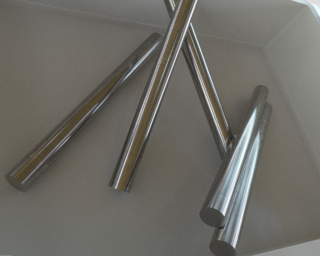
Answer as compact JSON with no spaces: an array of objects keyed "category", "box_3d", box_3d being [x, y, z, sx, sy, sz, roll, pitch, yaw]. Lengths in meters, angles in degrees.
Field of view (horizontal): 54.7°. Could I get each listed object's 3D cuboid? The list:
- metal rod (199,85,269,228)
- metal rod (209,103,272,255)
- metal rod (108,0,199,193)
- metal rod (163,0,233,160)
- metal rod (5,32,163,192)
[{"category":"metal rod","box_3d":[0.110,0.011,0.407,0.025,0.025,0.301,41,39,-1]},{"category":"metal rod","box_3d":[0.117,0.040,0.402,0.025,0.025,0.301,41,38,-1]},{"category":"metal rod","box_3d":[0.003,-0.070,0.372,0.025,0.025,0.299,23,78,-15]},{"category":"metal rod","box_3d":[0.057,-0.064,0.417,0.025,0.025,0.299,-21,92,-36]},{"category":"metal rod","box_3d":[-0.072,-0.043,0.392,0.025,0.025,0.301,38,51,-3]}]
